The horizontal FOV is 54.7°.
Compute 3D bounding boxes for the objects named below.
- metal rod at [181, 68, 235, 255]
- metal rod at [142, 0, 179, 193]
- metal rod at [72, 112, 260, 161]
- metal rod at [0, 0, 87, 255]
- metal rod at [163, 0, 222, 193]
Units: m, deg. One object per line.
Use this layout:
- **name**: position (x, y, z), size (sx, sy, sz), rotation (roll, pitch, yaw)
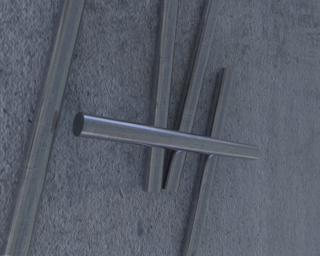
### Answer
- **metal rod**: position (0.073, 0.052, 0.465), size (0.025, 0.025, 0.299), rotation (22, 76, -38)
- **metal rod**: position (0.003, -0.067, 0.406), size (0.025, 0.025, 0.298), rotation (9, 84, -40)
- **metal rod**: position (0.035, 0.018, 0.399), size (0.302, 0.025, 0.025), rotation (11, 83, -39)
- **metal rod**: position (-0.116, 0.002, 0.307), size (0.025, 0.025, 0.299), rotation (17, 79, -39)
- **metal rod**: position (0.047, -0.059, 0.443), size (0.025, 0.025, 0.299), rotation (23, 76, -38)
